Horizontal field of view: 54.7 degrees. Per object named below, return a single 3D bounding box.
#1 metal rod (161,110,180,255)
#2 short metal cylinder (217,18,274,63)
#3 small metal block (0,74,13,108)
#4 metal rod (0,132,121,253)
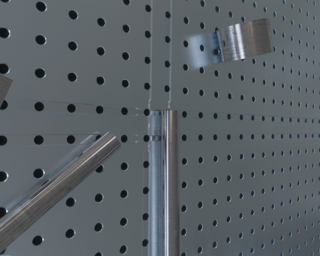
[{"bbox_3d":[0.014,0.126,0.421,0.025,0.025,0.298,0,90,-40],"label":"metal rod"},{"bbox_3d":[0.133,-0.136,0.484,0.081,0.080,0.050,-21,104,-38],"label":"short metal cylinder"},{"bbox_3d":[-0.167,-0.030,0.269,0.050,0.025,0.050,28,72,-37],"label":"small metal block"},{"bbox_3d":[-0.150,0.101,0.283,0.302,0.025,0.025,-42,116,-32],"label":"metal rod"}]
